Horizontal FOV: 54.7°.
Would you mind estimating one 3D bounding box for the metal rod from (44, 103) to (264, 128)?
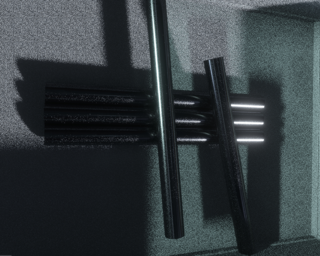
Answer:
[{"bbox_3d":[0.007,-0.015,0.413,0.303,0.025,0.025,1,90,-21],"label":"metal rod"}]

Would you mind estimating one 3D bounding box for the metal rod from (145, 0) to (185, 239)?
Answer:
[{"bbox_3d":[0.007,-0.013,0.386,0.025,0.025,0.298,-5,92,-20],"label":"metal rod"}]

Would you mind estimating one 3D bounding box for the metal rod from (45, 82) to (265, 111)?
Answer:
[{"bbox_3d":[0.008,-0.040,0.413,0.303,0.025,0.025,1,90,-21],"label":"metal rod"}]

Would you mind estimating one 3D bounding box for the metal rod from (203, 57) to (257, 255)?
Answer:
[{"bbox_3d":[0.100,0.054,0.426,0.025,0.025,0.298,-17,103,-20],"label":"metal rod"}]

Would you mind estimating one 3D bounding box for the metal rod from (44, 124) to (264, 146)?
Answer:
[{"bbox_3d":[0.007,0.010,0.413,0.303,0.025,0.025,1,90,-21],"label":"metal rod"}]
